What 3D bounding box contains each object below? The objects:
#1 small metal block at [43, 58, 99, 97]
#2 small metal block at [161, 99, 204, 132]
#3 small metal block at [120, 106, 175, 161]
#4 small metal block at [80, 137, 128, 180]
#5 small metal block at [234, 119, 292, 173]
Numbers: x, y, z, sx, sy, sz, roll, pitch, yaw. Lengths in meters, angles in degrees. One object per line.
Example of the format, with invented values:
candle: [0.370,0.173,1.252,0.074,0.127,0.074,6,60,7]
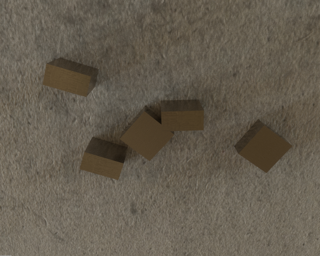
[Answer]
small metal block: [-0.105,-0.062,0.372,0.050,0.050,0.025,16,109,-6]
small metal block: [0.027,-0.017,0.391,0.050,0.050,0.025,-2,110,0]
small metal block: [-0.017,0.007,0.412,0.050,0.025,0.050,39,105,-13]
small metal block: [-0.073,0.039,0.410,0.050,0.050,0.025,17,109,-7]
small metal block: [0.139,0.025,0.421,0.050,0.025,0.050,34,106,-12]
